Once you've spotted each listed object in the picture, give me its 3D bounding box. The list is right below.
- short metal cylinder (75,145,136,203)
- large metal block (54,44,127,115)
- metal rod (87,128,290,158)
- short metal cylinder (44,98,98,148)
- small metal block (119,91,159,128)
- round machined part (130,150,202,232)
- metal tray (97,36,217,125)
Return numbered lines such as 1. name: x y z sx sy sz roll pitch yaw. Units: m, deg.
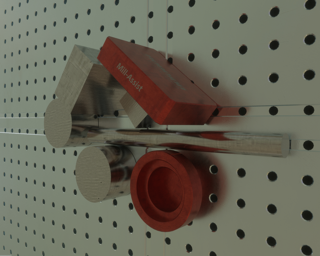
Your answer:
1. short metal cylinder: -0.080 0.066 0.459 0.080 0.050 0.080 0 90 40
2. large metal block: -0.093 -0.066 0.451 0.050 0.081 0.080 46 117 29
3. metal rod: 0.009 0.015 0.402 0.300 0.025 0.025 1 91 40
4. short metal cylinder: -0.149 -0.008 0.515 0.080 0.050 0.080 0 90 40
5. small metal block: -0.023 -0.035 0.429 0.050 0.025 0.050 -46 63 30
6. round machined part: 0.012 0.075 0.389 0.098 0.042 0.097 0 90 40
7. metal tray: -0.004 -0.056 0.370 0.130 0.091 0.030 48 119 29
